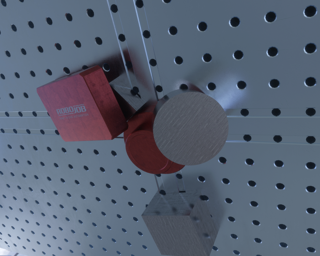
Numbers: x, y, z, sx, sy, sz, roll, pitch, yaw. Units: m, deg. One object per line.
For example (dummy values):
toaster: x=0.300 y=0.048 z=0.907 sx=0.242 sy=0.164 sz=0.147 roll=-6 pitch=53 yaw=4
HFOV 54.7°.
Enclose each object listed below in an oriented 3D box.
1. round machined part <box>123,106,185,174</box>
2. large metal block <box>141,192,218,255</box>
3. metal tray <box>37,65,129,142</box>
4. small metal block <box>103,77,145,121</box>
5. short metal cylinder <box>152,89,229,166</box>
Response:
round machined part: x=-0.007 y=0.023 z=0.417 sx=0.098 sy=0.042 sz=0.097 roll=13 pitch=124 yaw=20
large metal block: x=0.031 y=0.145 z=0.467 sx=0.080 sy=0.050 sz=0.080 roll=-10 pitch=113 yaw=32
metal tray: x=-0.110 y=-0.028 z=0.424 sx=0.130 sy=0.030 sz=0.090 roll=-4 pitch=115 yaw=46
small metal block: x=-0.057 y=-0.032 z=0.420 sx=0.050 sy=0.025 sz=0.050 roll=45 pitch=129 yaw=-4
short metal cylinder: x=0.032 y=-0.003 z=0.352 sx=0.081 sy=0.050 sz=0.079 roll=-1 pitch=101 yaw=-4
